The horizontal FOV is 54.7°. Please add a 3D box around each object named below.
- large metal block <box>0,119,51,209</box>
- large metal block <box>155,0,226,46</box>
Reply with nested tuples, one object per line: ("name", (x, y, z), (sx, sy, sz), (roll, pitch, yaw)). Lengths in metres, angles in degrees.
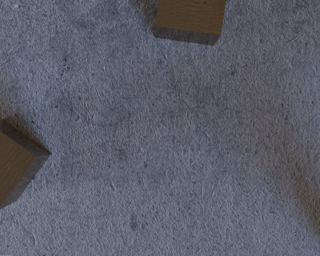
("large metal block", (-0.204, 0.044, 0.396), (0.080, 0.050, 0.080), (36, 90, 0))
("large metal block", (0.039, -0.157, 0.397), (0.080, 0.050, 0.080), (8, 90, 0))
